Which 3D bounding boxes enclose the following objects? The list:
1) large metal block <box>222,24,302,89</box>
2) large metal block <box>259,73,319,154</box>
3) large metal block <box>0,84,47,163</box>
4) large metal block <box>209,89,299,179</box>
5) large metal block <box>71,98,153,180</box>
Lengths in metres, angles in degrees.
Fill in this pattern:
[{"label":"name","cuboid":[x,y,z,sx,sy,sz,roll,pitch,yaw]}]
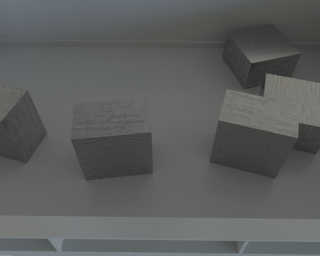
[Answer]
[{"label":"large metal block","cuboid":[0.155,-0.113,0.484,0.081,0.050,0.080,-13,51,-11]},{"label":"large metal block","cuboid":[0.171,-0.020,0.407,0.080,0.050,0.080,13,51,10]},{"label":"large metal block","cuboid":[-0.196,-0.008,0.375,0.080,0.080,0.050,13,51,10]},{"label":"large metal block","cuboid":[0.107,0.008,0.363,0.080,0.080,0.050,13,52,11]},{"label":"large metal block","cuboid":[-0.051,0.014,0.357,0.081,0.080,0.050,-5,50,-5]}]
